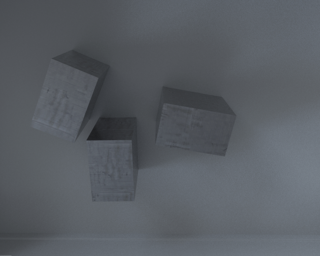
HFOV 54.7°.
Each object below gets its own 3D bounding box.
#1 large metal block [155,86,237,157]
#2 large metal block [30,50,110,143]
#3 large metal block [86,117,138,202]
[{"bbox_3d":[0.039,-0.011,0.379,0.081,0.080,0.050,10,110,-4],"label":"large metal block"},{"bbox_3d":[-0.103,-0.041,0.366,0.050,0.080,0.079,22,108,-8],"label":"large metal block"},{"bbox_3d":[-0.056,0.037,0.395,0.050,0.080,0.079,-1,110,0],"label":"large metal block"}]
